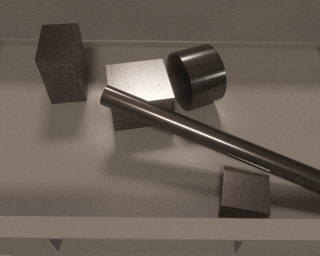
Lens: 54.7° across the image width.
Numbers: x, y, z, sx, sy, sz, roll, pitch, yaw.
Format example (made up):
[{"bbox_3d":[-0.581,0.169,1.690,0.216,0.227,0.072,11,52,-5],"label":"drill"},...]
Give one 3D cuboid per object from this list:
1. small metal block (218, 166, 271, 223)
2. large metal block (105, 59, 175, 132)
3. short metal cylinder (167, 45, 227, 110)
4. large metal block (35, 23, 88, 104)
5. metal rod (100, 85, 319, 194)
[{"bbox_3d":[0.093,0.073,0.345,0.050,0.025,0.050,9,51,7],"label":"small metal block"},{"bbox_3d":[-0.029,-0.047,0.428,0.081,0.050,0.080,-8,51,-7],"label":"large metal block"},{"bbox_3d":[0.049,-0.071,0.430,0.050,0.080,0.080,-18,53,-15],"label":"short metal cylinder"},{"bbox_3d":[-0.137,-0.093,0.445,0.050,0.080,0.080,-5,50,-5],"label":"large metal block"},{"bbox_3d":[0.074,0.017,0.358,0.301,0.025,0.025,22,53,4],"label":"metal rod"}]
